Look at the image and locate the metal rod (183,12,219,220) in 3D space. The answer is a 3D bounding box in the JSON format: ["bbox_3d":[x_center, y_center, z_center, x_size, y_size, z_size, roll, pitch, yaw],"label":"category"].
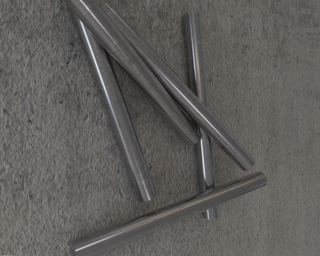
[{"bbox_3d":[0.061,-0.014,0.455,0.025,0.025,0.298,-10,97,-40],"label":"metal rod"}]

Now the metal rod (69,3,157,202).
[{"bbox_3d":[-0.060,-0.051,0.353,0.025,0.025,0.298,-29,108,-36],"label":"metal rod"}]

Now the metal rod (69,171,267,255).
[{"bbox_3d":[0.033,0.107,0.409,0.303,0.025,0.025,-12,98,-32],"label":"metal rod"}]

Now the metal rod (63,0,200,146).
[{"bbox_3d":[-0.032,-0.073,0.351,0.300,0.025,0.025,48,61,-38],"label":"metal rod"}]

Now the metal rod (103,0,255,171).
[{"bbox_3d":[0.033,-0.040,0.408,0.300,0.025,0.025,43,64,-24],"label":"metal rod"}]
